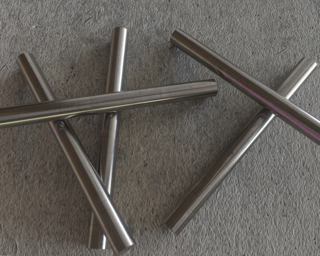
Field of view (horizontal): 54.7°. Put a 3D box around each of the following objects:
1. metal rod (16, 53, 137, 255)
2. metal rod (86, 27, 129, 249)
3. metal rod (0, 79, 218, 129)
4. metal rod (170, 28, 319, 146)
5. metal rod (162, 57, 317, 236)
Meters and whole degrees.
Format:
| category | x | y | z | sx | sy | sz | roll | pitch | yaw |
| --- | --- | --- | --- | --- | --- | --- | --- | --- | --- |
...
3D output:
| category | x | y | z | sx | sy | sz | roll | pitch | yaw |
| --- | --- | --- | --- | --- | --- | --- | --- | --- | --- |
| metal rod | -0.114 | 0.015 | 0.383 | 0.025 | 0.025 | 0.299 | -30 | 66 | -10 |
| metal rod | -0.065 | -0.002 | 0.408 | 0.025 | 0.025 | 0.299 | 2 | 70 | 1 |
| metal rod | -0.070 | -0.031 | 0.389 | 0.302 | 0.025 | 0.025 | -10 | 70 | -15 |
| metal rod | 0.129 | -0.046 | 0.401 | 0.300 | 0.025 | 0.025 | 40 | 75 | 22 |
| metal rod | 0.112 | 0.013 | 0.403 | 0.025 | 0.025 | 0.301 | 40 | 75 | 13 |
